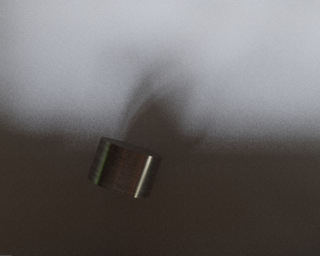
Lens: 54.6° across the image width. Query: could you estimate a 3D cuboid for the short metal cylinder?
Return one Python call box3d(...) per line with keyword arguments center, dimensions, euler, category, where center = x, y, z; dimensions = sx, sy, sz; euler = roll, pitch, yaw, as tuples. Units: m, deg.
box3d(center=(-0.043, 0.048, 0.384), dimensions=(0.080, 0.080, 0.050), euler=(19, 90, 0), category="short metal cylinder")
